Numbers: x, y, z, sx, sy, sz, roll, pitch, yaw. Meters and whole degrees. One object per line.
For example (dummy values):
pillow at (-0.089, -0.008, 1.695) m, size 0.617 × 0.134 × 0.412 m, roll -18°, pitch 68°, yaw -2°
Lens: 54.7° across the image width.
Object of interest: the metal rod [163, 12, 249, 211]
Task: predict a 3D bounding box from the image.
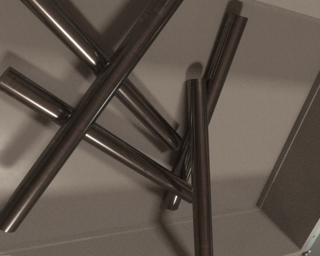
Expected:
metal rod at (0.057, -0.007, 0.437) m, size 0.025 × 0.025 × 0.298 m, roll 2°, pitch 117°, yaw -30°

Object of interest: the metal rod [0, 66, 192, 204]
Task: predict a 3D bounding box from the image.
metal rod at (-0.051, 0.026, 0.380) m, size 0.301 × 0.025 × 0.025 m, roll 37°, pitch 97°, yaw -34°

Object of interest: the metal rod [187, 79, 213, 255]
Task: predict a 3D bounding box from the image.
metal rod at (0.055, 0.085, 0.414) m, size 0.025 × 0.025 × 0.298 m, roll -6°, pitch 96°, yaw -26°

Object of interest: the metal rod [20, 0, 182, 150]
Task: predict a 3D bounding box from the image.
metal rod at (-0.059, -0.063, 0.337) m, size 0.025 × 0.025 × 0.300 m, roll -43°, pitch 130°, yaw 1°

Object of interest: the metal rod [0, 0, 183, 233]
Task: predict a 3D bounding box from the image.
metal rod at (-0.073, -0.019, 0.318) m, size 0.025 × 0.025 × 0.299 m, roll 35°, pitch 93°, yaw -39°
